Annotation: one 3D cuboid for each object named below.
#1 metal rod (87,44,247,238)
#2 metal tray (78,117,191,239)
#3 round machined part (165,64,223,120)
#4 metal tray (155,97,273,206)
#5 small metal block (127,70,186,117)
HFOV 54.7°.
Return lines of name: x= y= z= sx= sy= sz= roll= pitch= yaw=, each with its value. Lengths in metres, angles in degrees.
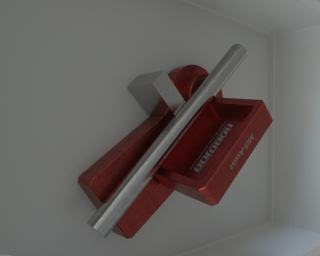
metal rod: x=0.023 y=-0.002 z=0.375 sx=0.301 sy=0.025 sz=0.025 roll=-50 pitch=120 yaw=-24
metal tray: x=-0.024 y=0.057 z=0.384 sx=0.131 sy=0.030 sz=0.090 roll=-42 pitch=116 yaw=-32
round machined part: x=0.052 y=-0.041 z=0.439 sx=0.099 sy=0.042 sz=0.097 roll=0 pitch=90 yaw=-40
metal tray: x=0.060 y=0.020 z=0.366 sx=0.130 sy=0.090 sz=0.030 roll=-50 pitch=123 yaw=-21
small metal block: x=-0.005 y=-0.041 z=0.386 sx=0.025 sy=0.050 sz=0.050 roll=-52 pitch=121 yaw=-27
